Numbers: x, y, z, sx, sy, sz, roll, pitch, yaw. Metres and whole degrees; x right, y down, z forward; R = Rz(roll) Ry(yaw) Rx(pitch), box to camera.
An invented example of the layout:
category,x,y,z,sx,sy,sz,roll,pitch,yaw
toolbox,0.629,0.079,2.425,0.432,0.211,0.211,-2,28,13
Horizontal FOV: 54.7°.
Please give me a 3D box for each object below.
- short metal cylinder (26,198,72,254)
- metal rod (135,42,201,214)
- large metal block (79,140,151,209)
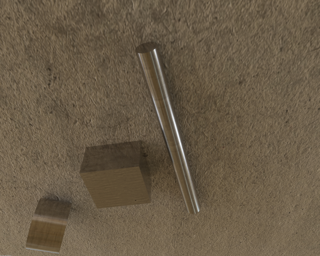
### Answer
category,x,y,z,sx,sy,sz,roll,pitch,yaw
short metal cylinder,-0.179,0.158,0.504,0.050,0.080,0.079,14,129,-12
metal rod,0.021,0.024,0.427,0.025,0.025,0.299,-11,130,9
large metal block,-0.060,0.068,0.449,0.080,0.050,0.080,-8,130,6
